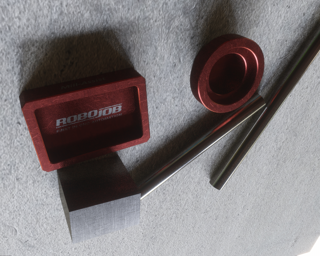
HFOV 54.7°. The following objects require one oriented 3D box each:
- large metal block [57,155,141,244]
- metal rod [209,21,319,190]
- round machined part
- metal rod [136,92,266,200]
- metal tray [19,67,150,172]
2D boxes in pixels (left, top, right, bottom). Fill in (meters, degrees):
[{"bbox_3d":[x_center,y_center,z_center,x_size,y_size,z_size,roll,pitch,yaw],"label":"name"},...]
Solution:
[{"bbox_3d":[-0.077,0.084,0.382,0.081,0.080,0.050,-10,123,-24],"label":"large metal block"},{"bbox_3d":[0.169,-0.027,0.484,0.025,0.025,0.298,21,107,-36],"label":"metal rod"},{"bbox_3d":[0.081,-0.072,0.397,0.099,0.042,0.097,-14,125,-21],"label":"round machined part"},{"bbox_3d":[0.029,0.047,0.453,0.301,0.025,0.025,-37,130,-4],"label":"metal rod"},{"bbox_3d":[-0.079,-0.010,0.354,0.131,0.030,0.089,-17,125,-19],"label":"metal tray"}]
